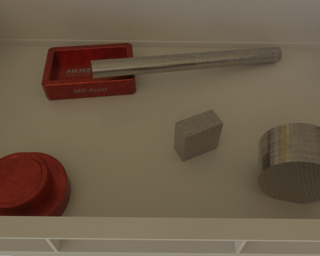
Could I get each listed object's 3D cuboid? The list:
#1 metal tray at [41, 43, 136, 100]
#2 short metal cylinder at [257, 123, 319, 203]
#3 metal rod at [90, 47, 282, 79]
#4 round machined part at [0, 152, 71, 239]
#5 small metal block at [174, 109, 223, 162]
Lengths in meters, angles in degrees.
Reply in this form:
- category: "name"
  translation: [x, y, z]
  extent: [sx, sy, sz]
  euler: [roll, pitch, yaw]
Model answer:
- category: "metal tray"
  translation: [-0.105, -0.089, 0.474]
  extent: [0.131, 0.030, 0.090]
  euler: [-5, 50, -5]
- category: "short metal cylinder"
  translation: [0.149, 0.040, 0.338]
  extent: [0.080, 0.080, 0.050]
  euler: [10, 51, 8]
- category: "metal rod"
  translation: [0.050, -0.100, 0.465]
  extent: [0.302, 0.025, 0.025]
  euler: [-8, 50, -17]
- category: "round machined part"
  translation: [-0.152, 0.065, 0.337]
  extent: [0.099, 0.042, 0.098]
  euler: [0, 50, 0]
- category: "small metal block"
  translation: [0.046, 0.010, 0.381]
  extent: [0.050, 0.050, 0.025]
  euler: [-20, 53, -16]
